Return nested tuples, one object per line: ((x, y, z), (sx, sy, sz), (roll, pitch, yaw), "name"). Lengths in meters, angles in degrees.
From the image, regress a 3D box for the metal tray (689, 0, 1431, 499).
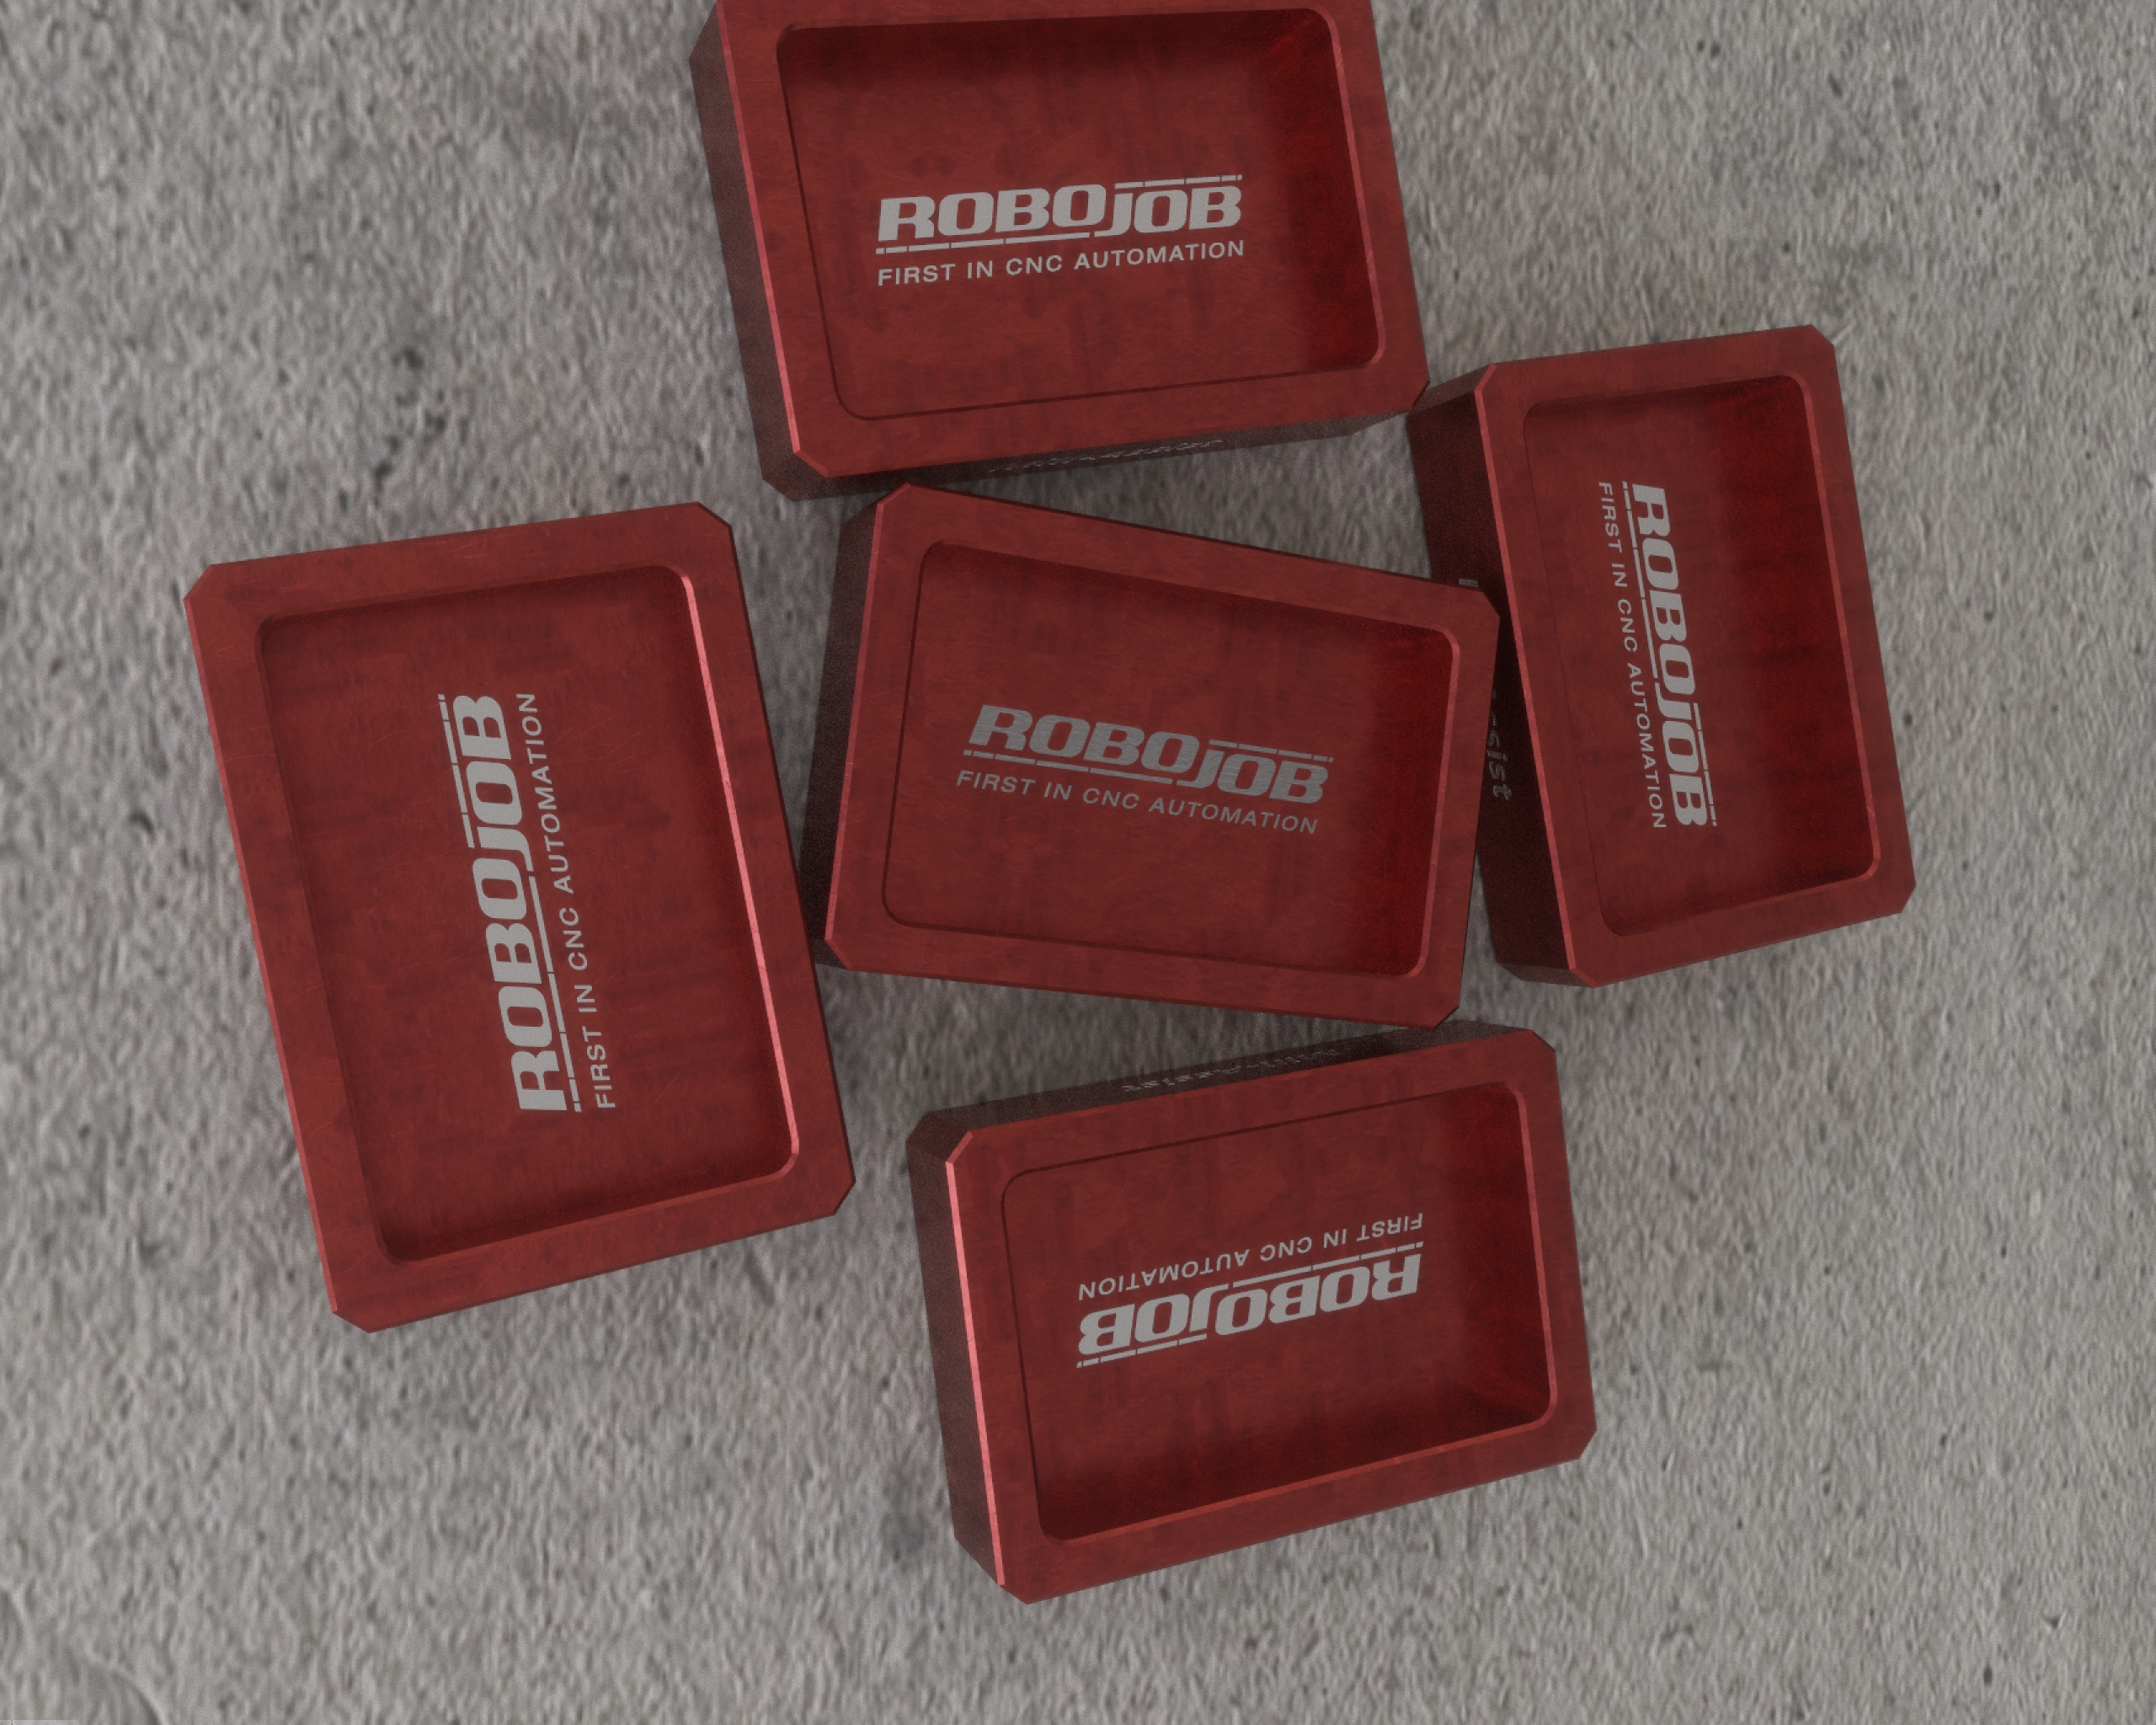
((-0.001, -0.124, 0.405), (0.131, 0.030, 0.089), (-11, 94, -20), "metal tray")

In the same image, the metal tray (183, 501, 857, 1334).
((-0.097, 0.007, 0.370), (0.091, 0.030, 0.129), (-12, 94, -20), "metal tray")

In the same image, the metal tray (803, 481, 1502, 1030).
((0.015, -0.018, 0.411), (0.131, 0.030, 0.089), (7, 88, -20), "metal tray")

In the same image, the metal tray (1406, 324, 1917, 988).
((0.127, -0.045, 0.453), (0.091, 0.030, 0.129), (-12, 94, -20), "metal tray")

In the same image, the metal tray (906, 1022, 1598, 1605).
((0.037, 0.086, 0.419), (0.131, 0.030, 0.089), (-8, 93, -20), "metal tray")
